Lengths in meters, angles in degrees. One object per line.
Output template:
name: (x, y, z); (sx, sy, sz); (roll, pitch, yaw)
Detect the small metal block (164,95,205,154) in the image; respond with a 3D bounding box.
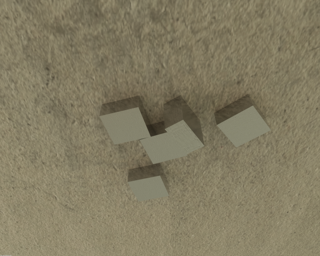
small metal block: (0.030, -0.004, 0.388); (0.025, 0.050, 0.050); (-28, 125, 21)

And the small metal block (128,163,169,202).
small metal block: (-0.017, 0.085, 0.479); (0.050, 0.025, 0.050); (-13, 129, 10)

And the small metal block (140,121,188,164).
small metal block: (0.005, 0.018, 0.423); (0.050, 0.025, 0.050); (-16, 129, 12)

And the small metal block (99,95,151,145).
small metal block: (-0.043, -0.009, 0.399); (0.050, 0.025, 0.050); (-13, 129, 10)

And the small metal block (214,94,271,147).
small metal block: (0.107, -0.008, 0.402); (0.050, 0.025, 0.050); (-31, 124, 23)
